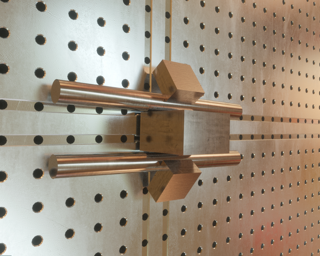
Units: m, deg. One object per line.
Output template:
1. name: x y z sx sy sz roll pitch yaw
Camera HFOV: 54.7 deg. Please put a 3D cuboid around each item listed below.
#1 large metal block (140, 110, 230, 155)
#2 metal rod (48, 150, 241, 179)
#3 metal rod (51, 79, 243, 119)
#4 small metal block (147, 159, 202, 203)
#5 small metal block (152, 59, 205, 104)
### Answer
1. large metal block: 0.031 0.006 0.394 0.081 0.080 0.050 2 89 -40
2. metal rod: 0.007 0.044 0.411 0.302 0.025 0.025 3 89 -40
3. metal rod: 0.010 -0.032 0.412 0.302 0.025 0.025 3 89 -40
4. small metal block: 0.019 0.069 0.405 0.050 0.025 0.050 4 125 -40
5. small metal block: 0.025 -0.060 0.410 0.050 0.025 0.050 1 55 -40
